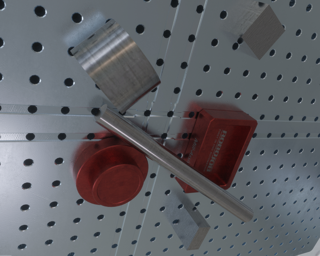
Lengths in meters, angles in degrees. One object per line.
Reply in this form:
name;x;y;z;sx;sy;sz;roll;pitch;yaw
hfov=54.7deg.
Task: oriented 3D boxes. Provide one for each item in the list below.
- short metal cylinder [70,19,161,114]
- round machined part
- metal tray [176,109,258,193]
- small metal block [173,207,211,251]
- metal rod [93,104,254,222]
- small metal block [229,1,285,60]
short metal cylinder;-0.044;-0.061;0.314;0.050;0.080;0.080;-39;129;-2
round machined part;-0.060;0.064;0.407;0.099;0.042;0.097;-14;124;-21
metal tray;0.086;0.038;0.477;0.091;0.030;0.129;2;118;-30
small metal block;0.053;0.171;0.530;0.025;0.050;0.050;9;114;-33
metal rod;0.036;0.062;0.434;0.301;0.025;0.025;37;97;-28
small metal block;0.127;-0.126;0.402;0.050;0.025;0.050;35;99;-39
